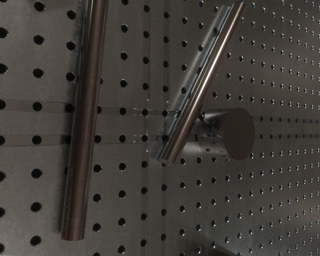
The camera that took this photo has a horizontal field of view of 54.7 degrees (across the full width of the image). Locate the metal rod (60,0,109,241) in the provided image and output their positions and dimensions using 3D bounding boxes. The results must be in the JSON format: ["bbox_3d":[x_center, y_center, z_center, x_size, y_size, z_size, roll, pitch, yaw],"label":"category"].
[{"bbox_3d":[-0.081,-0.031,0.342,0.025,0.025,0.298,8,85,-40],"label":"metal rod"}]

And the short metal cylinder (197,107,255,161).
[{"bbox_3d":[0.104,0.009,0.483,0.081,0.050,0.079,0,90,-40],"label":"short metal cylinder"}]

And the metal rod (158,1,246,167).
[{"bbox_3d":[0.072,-0.079,0.471,0.025,0.025,0.300,40,65,-33],"label":"metal rod"}]

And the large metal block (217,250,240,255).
[{"bbox_3d":[0.127,0.247,0.483,0.050,0.080,0.080,27,73,-37],"label":"large metal block"}]
